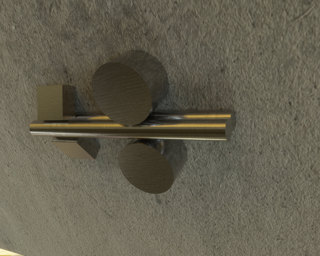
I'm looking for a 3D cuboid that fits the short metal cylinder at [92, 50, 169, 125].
[{"bbox_3d":[-0.035,-0.050,0.380,0.080,0.050,0.079,13,124,21],"label":"short metal cylinder"}]

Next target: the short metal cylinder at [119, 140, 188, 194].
[{"bbox_3d":[-0.009,0.042,0.423,0.080,0.050,0.079,13,124,21],"label":"short metal cylinder"}]

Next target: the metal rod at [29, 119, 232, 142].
[{"bbox_3d":[-0.058,0.001,0.408,0.300,0.025,0.025,0,119,28],"label":"metal rod"}]

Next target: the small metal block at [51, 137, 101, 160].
[{"bbox_3d":[-0.129,0.025,0.479,0.050,0.025,0.050,0,145,27],"label":"small metal block"}]

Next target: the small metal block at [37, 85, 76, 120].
[{"bbox_3d":[-0.152,-0.036,0.454,0.050,0.025,0.050,0,91,28],"label":"small metal block"}]

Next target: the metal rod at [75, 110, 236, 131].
[{"bbox_3d":[-0.048,-0.010,0.428,0.300,0.025,0.025,0,119,28],"label":"metal rod"}]
